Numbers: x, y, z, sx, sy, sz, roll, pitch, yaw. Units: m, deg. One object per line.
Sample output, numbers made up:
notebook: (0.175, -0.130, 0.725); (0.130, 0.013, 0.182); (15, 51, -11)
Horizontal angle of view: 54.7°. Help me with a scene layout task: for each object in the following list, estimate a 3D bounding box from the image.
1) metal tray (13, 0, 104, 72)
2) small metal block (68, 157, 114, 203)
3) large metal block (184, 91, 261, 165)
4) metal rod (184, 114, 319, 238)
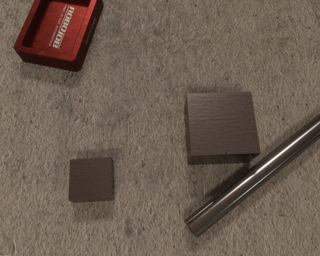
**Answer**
metal tray: (-0.146, -0.153, 0.459); (0.090, 0.030, 0.130); (12, 70, 4)
small metal block: (-0.084, 0.065, 0.383); (0.050, 0.025, 0.050); (-3, 70, -2)
large metal block: (0.075, 0.001, 0.395); (0.081, 0.050, 0.080); (-2, 70, -1)
metal rod: (0.157, 0.036, 0.397); (0.301, 0.025, 0.025); (-35, 74, -12)
